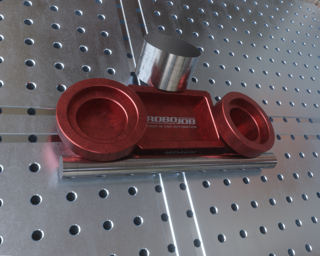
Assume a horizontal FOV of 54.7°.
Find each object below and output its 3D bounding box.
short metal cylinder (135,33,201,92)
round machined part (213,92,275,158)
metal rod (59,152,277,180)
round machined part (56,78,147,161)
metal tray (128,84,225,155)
[{"bbox_3d":[0.010,-0.092,0.430,0.081,0.050,0.080,14,31,-8],"label":"short metal cylinder"},{"bbox_3d":[0.115,-0.001,0.448,0.099,0.042,0.098,20,50,-25],"label":"round machined part"},{"bbox_3d":[0.031,0.045,0.392,0.303,0.025,0.025,2,61,-28],"label":"metal rod"},{"bbox_3d":[-0.067,-0.006,0.354,0.099,0.042,0.098,9,57,-14],"label":"round machined part"},{"bbox_3d":[0.017,-0.009,0.414,0.131,0.030,0.090,1,62,-28],"label":"metal tray"}]
